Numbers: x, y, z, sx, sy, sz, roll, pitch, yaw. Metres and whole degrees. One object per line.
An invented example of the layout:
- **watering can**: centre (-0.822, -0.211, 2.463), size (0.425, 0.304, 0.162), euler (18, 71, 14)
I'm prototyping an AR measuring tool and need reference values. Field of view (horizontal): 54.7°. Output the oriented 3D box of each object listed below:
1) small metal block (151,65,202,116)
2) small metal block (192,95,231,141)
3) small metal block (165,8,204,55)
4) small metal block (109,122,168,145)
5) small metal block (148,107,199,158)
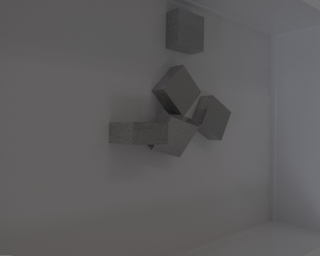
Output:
- **small metal block**: centre (0.024, -0.050, 0.426), size (0.050, 0.025, 0.050), euler (52, 60, -28)
- **small metal block**: centre (0.077, -0.015, 0.471), size (0.050, 0.025, 0.050), euler (35, 68, -34)
- **small metal block**: centre (0.035, -0.134, 0.436), size (0.050, 0.025, 0.050), euler (2, 89, -40)
- **small metal block**: centre (-0.026, 0.006, 0.369), size (0.050, 0.050, 0.025), euler (1, 90, -40)
- **small metal block**: centre (0.015, 0.007, 0.404), size (0.050, 0.025, 0.050), euler (18, 110, -39)
